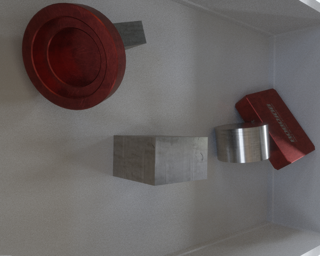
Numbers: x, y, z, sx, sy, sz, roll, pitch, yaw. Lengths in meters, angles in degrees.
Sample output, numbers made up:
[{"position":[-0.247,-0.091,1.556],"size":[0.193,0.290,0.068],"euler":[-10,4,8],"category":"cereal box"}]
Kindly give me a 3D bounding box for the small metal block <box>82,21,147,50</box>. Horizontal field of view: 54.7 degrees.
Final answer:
[{"position":[-0.052,-0.100,0.348],"size":[0.050,0.050,0.025],"euler":[-22,104,-38],"category":"small metal block"}]

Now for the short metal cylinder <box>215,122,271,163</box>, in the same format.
[{"position":[0.128,0.021,0.481],"size":[0.081,0.080,0.050],"euler":[-10,97,-40],"category":"short metal cylinder"}]

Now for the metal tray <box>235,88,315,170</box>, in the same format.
[{"position":[0.197,-0.002,0.530],"size":[0.091,0.030,0.130],"euler":[-16,70,-38],"category":"metal tray"}]

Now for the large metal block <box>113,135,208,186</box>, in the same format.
[{"position":[0.000,0.035,0.373],"size":[0.081,0.080,0.050],"euler":[1,89,-40],"category":"large metal block"}]

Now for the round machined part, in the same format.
[{"position":[-0.079,-0.070,0.304],"size":[0.042,0.098,0.097],"euler":[-52,127,-65],"category":"round machined part"}]
